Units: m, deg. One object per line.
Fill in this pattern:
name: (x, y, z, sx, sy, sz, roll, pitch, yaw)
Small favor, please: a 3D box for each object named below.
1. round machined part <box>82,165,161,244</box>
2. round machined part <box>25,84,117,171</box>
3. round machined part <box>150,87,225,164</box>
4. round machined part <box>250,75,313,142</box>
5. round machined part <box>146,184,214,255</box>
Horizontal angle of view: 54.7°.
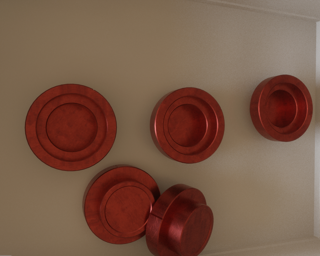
round machined part: (-0.044, 0.096, 0.385, 0.099, 0.042, 0.097, 0, 90, -20)
round machined part: (-0.103, -0.001, 0.363, 0.099, 0.042, 0.097, 0, 90, -20)
round machined part: (0.033, -0.003, 0.413, 0.099, 0.042, 0.097, 0, 90, -20)
round machined part: (0.176, -0.029, 0.466, 0.099, 0.042, 0.097, 0, 90, -20)
round machined part: (0.031, 0.124, 0.391, 0.099, 0.042, 0.097, -14, 110, -45)
